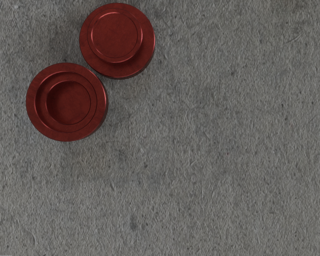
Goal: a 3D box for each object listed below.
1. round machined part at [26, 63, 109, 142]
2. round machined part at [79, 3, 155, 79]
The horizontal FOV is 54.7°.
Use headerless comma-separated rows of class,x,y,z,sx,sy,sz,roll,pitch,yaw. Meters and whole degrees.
round machined part,-0.116,-0.032,0.400,0.099,0.042,0.097,0,90,0
round machined part,-0.056,-0.114,0.401,0.099,0.042,0.097,0,90,0
